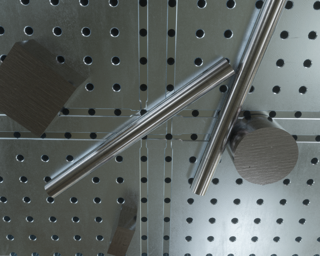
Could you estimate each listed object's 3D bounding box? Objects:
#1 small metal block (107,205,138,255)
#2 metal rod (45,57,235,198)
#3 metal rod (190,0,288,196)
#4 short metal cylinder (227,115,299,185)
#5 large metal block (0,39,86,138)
[{"bbox_3d":[-0.055,0.151,0.455,0.025,0.050,0.050,19,109,-7],"label":"small metal block"},{"bbox_3d":[-0.035,0.006,0.415,0.300,0.025,0.025,-35,107,11],"label":"metal rod"},{"bbox_3d":[0.100,-0.043,0.398,0.025,0.025,0.298,16,109,-6],"label":"metal rod"},{"bbox_3d":[0.133,0.028,0.411,0.081,0.050,0.079,0,110,0],"label":"short metal cylinder"},{"bbox_3d":[-0.152,-0.049,0.380,0.080,0.050,0.080,38,106,-13],"label":"large metal block"}]
